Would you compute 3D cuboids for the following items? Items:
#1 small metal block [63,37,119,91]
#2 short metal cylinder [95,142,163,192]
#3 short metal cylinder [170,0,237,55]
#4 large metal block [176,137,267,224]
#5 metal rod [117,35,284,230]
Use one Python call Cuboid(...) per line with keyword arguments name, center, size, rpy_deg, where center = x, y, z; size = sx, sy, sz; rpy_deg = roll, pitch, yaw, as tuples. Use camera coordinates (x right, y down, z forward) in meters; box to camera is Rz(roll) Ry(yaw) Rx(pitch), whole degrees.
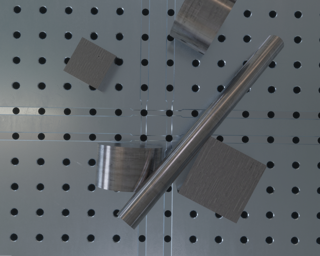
Cuboid(name="small metal block", center=(-0.091, -0.084, 0.413), size=(0.050, 0.025, 0.050), rpy_deg=(29, 90, 0))
Cuboid(name="short metal cylinder", center=(-0.038, 0.046, 0.386), size=(0.081, 0.080, 0.050), rpy_deg=(4, 90, 0))
Cuboid(name="short metal cylinder", center=(0.054, -0.139, 0.386), size=(0.050, 0.080, 0.080), rpy_deg=(30, 90, 0))
Cuboid(name="large metal block", center=(0.076, 0.062, 0.402), size=(0.080, 0.050, 0.080), rpy_deg=(28, 90, 0))
Cuboid(name="metal rod", center=(0.059, -0.007, 0.373), size=(0.025, 0.025, 0.301), rpy_deg=(42, 73, 0))
